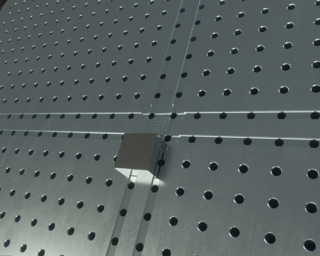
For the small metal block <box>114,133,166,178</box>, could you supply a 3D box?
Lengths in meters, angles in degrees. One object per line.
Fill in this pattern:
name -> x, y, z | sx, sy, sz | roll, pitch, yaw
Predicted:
small metal block -> -0.026, 0.034, 0.402 | 0.050, 0.025, 0.050 | 0, 62, 28
